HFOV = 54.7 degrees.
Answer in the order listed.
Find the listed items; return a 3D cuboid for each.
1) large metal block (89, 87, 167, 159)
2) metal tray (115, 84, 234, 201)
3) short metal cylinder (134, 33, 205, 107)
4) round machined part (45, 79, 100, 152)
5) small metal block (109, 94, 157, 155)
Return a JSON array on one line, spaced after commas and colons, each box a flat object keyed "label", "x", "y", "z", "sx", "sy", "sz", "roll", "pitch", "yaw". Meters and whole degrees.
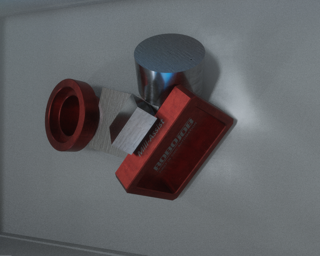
[{"label": "large metal block", "x": -0.037, "y": -0.003, "z": 0.408, "sx": 0.080, "sy": 0.050, "sz": 0.079, "roll": 16, "pitch": 95, "yaw": 19}, {"label": "metal tray", "x": 0.019, "y": 0.023, "z": 0.366, "sx": 0.129, "sy": 0.090, "sz": 0.030, "roll": -55, "pitch": 47, "yaw": 11}, {"label": "short metal cylinder", "x": 0.012, "y": -0.069, "z": 0.368, "sx": 0.080, "sy": 0.080, "sz": 0.050, "roll": 17, "pitch": 140, "yaw": 19}, {"label": "round machined part", "x": -0.114, "y": -0.016, "z": 0.426, "sx": 0.098, "sy": 0.042, "sz": 0.097, "roll": -6, "pitch": 81, "yaw": 42}, {"label": "small metal block", "x": -0.032, "y": -0.006, "z": 0.351, "sx": 0.025, "sy": 0.050, "sz": 0.050, "roll": 31, "pitch": 103, "yaw": -22}]
